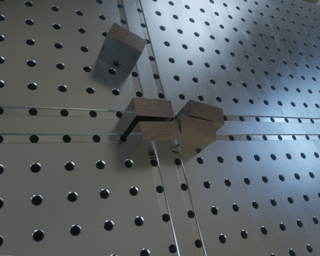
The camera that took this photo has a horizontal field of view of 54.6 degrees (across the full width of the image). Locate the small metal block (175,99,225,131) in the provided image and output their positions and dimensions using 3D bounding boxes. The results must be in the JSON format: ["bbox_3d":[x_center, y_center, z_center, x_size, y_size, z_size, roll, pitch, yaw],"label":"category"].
[{"bbox_3d":[0.052,-0.009,0.425,0.050,0.050,0.025,14,56,-21],"label":"small metal block"}]

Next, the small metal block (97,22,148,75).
[{"bbox_3d":[-0.053,-0.108,0.430,0.050,0.050,0.025,27,53,-12],"label":"small metal block"}]

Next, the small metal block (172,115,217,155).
[{"bbox_3d":[0.038,0.010,0.406,0.050,0.050,0.025,11,57,-23],"label":"small metal block"}]

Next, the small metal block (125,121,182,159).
[{"bbox_3d":[-0.009,0.015,0.378,0.050,0.050,0.025,-1,62,-29],"label":"small metal block"}]

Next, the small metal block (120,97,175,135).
[{"bbox_3d":[-0.017,-0.013,0.390,0.050,0.050,0.025,3,61,-27],"label":"small metal block"}]
